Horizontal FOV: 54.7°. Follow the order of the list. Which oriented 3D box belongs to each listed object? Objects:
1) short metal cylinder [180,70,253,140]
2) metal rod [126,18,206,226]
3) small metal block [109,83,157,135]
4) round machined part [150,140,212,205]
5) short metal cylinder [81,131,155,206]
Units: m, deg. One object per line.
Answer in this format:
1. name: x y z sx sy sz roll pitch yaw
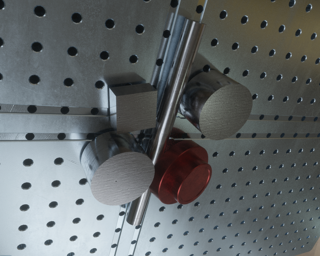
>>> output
1. short metal cylinder: 0.074 -0.031 0.411 0.081 0.050 0.079 -14 124 -21
2. metal rod: 0.001 0.009 0.412 0.025 0.025 0.298 3 117 -30
3. small metal block: -0.032 -0.024 0.374 0.050 0.025 0.050 -11 123 -23
4. round machined part: 0.036 0.070 0.443 0.099 0.042 0.097 -27 134 -31
5. short metal cylinder: -0.054 0.050 0.391 0.081 0.050 0.079 -14 124 -21
